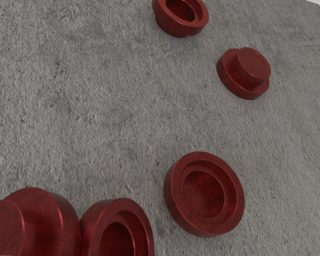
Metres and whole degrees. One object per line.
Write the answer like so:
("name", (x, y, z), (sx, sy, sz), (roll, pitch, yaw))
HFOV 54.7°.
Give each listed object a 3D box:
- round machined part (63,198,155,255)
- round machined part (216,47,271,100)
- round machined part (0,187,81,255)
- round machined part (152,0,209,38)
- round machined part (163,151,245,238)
("round machined part", (-0.047, 0.114, 0.278), (0.098, 0.042, 0.098), (35, 50, -54))
("round machined part", (0.151, -0.100, 0.535), (0.099, 0.042, 0.098), (14, 56, -21))
("round machined part", (-0.113, 0.093, 0.237), (0.042, 0.098, 0.098), (43, 36, -53))
("round machined part", (0.031, -0.194, 0.527), (0.099, 0.042, 0.098), (14, 56, -21))
("round machined part", (0.048, 0.081, 0.369), (0.099, 0.042, 0.098), (14, 56, -21))
